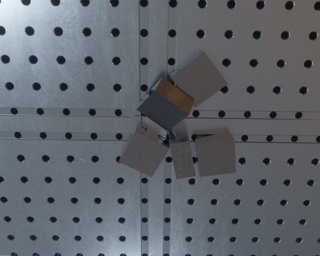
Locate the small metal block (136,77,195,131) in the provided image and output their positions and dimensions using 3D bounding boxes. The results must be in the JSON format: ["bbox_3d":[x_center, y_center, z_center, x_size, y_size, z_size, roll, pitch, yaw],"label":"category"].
[{"bbox_3d":[0.007,-0.029,0.390,0.050,0.025,0.050,35,142,-12],"label":"small metal block"}]

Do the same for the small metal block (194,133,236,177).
[{"bbox_3d":[0.076,0.037,0.427,0.050,0.025,0.050,-7,110,2],"label":"small metal block"}]

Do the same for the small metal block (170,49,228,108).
[{"bbox_3d":[0.048,-0.062,0.391,0.050,0.025,0.050,-37,106,12],"label":"small metal block"}]

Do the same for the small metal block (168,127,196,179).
[{"bbox_3d":[0.029,0.032,0.412,0.025,0.050,0.050,-11,110,4],"label":"small metal block"}]

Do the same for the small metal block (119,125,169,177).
[{"bbox_3d":[-0.021,0.032,0.425,0.050,0.025,0.050,27,108,-10],"label":"small metal block"}]
